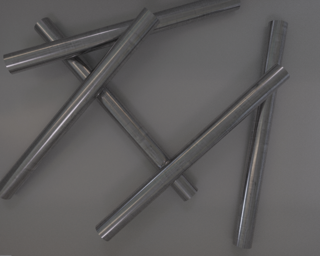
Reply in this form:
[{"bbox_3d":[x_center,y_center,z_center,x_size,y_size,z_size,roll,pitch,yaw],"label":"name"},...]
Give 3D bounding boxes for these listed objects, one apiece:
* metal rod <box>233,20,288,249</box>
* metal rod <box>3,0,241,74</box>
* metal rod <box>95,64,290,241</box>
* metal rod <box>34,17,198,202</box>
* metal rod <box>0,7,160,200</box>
[{"bbox_3d":[0.133,0.008,0.412,0.025,0.025,0.298,9,90,0],"label":"metal rod"},{"bbox_3d":[-0.041,-0.123,0.394,0.302,0.025,0.025,-18,90,-7],"label":"metal rod"},{"bbox_3d":[0.040,0.030,0.385,0.300,0.025,0.025,-42,90,0],"label":"metal rod"},{"bbox_3d":[-0.057,-0.024,0.410,0.025,0.025,0.300,-41,90,0],"label":"metal rod"},{"bbox_3d":[-0.108,-0.025,0.389,0.025,0.025,0.299,42,98,0],"label":"metal rod"}]
